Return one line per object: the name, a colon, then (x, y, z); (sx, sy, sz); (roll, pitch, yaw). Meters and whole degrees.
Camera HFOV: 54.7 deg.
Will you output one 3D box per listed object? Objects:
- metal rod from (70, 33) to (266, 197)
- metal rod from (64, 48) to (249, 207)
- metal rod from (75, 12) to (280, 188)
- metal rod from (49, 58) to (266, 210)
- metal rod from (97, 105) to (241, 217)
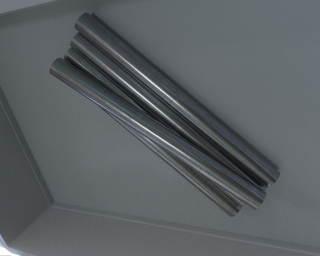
metal rod: (0.011, -0.017, 0.391); (0.300, 0.025, 0.025); (40, 129, 1)
metal rod: (-0.002, -0.003, 0.407); (0.300, 0.025, 0.025); (40, 129, 1)
metal rod: (0.020, -0.034, 0.375); (0.300, 0.025, 0.025); (40, 129, 1)
metal rod: (-0.007, 0.003, 0.380); (0.301, 0.025, 0.025); (33, 129, 6)
metal rod: (-0.012, 0.015, 0.422); (0.300, 0.025, 0.025); (40, 129, 1)
